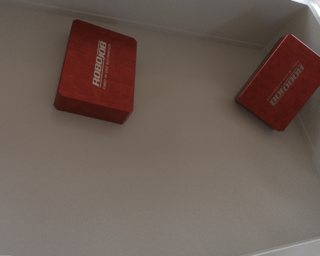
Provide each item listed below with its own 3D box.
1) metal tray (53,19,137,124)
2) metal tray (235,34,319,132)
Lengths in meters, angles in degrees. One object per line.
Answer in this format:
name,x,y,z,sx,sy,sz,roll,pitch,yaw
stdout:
metal tray,-0.080,-0.075,0.405,0.091,0.030,0.130,13,56,-21
metal tray,0.196,-0.071,0.498,0.090,0.030,0.130,36,95,-4
